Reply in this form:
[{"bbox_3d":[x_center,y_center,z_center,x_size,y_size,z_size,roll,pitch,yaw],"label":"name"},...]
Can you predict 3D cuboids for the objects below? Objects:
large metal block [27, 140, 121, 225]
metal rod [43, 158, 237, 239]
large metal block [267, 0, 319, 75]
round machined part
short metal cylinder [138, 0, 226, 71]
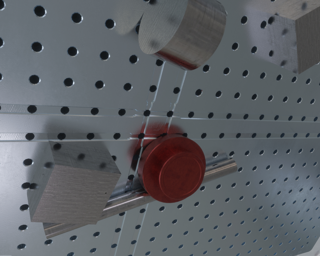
[{"bbox_3d":[-0.106,0.069,0.380,0.081,0.050,0.080,15,110,-35],"label":"large metal block"},{"bbox_3d":[-0.016,0.099,0.463,0.302,0.025,0.025,-15,125,-20],"label":"metal rod"},{"bbox_3d":[0.199,-0.133,0.422,0.080,0.050,0.080,-31,129,-9],"label":"large metal block"},{"bbox_3d":[0.022,0.060,0.433,0.099,0.042,0.097,-6,104,-23],"label":"round machined part"},{"bbox_3d":[0.021,-0.106,0.322,0.050,0.080,0.080,16,110,-35],"label":"short metal cylinder"}]
